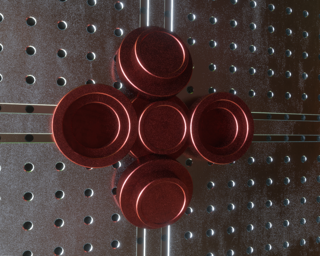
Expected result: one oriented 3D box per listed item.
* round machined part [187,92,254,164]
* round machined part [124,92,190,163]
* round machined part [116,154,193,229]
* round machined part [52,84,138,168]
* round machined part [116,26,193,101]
[{"bbox_3d":[0.078,0.000,0.433,0.099,0.042,0.097,0,90,-21],"label":"round machined part"},{"bbox_3d":[-0.001,-0.001,0.403,0.099,0.042,0.097,0,90,-21],"label":"round machined part"},{"bbox_3d":[-0.002,0.085,0.391,0.099,0.042,0.097,-6,107,-19],"label":"round machined part"},{"bbox_3d":[-0.079,-0.003,0.374,0.099,0.042,0.097,0,90,-21],"label":"round machined part"},{"bbox_3d":[-0.003,-0.086,0.391,0.099,0.042,0.098,5,74,-17],"label":"round machined part"}]
